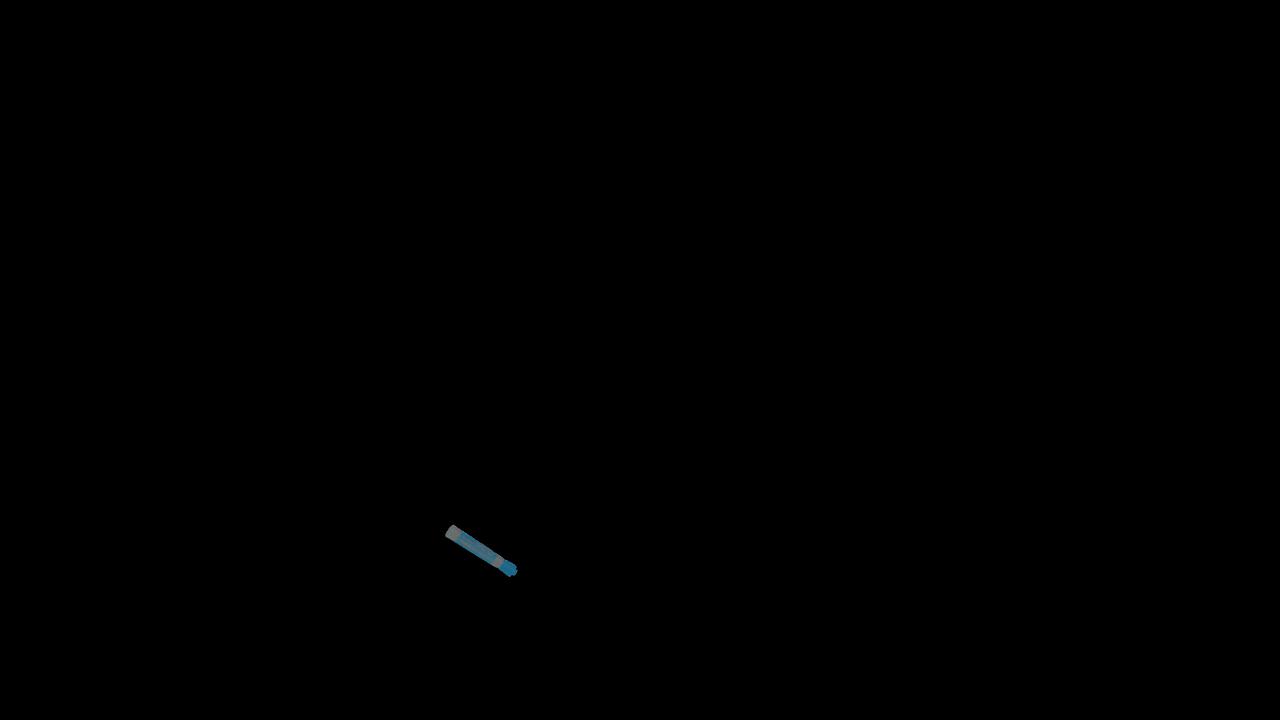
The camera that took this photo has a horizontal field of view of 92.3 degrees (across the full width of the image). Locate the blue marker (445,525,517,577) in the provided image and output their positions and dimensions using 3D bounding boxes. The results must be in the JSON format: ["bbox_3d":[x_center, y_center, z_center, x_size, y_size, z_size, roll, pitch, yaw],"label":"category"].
[{"bbox_3d":[-0.228,0.280,0.896,0.121,0.020,0.020,40,-15,-18],"label":"blue marker"}]
